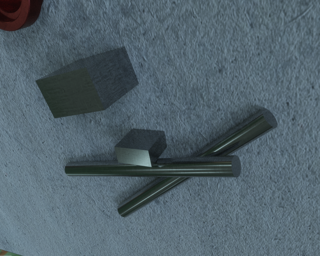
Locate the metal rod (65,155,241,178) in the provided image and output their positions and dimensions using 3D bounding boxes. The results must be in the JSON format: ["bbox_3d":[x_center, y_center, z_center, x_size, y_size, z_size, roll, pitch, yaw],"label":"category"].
[{"bbox_3d":[-0.033,0.057,0.437,0.300,0.025,0.025,-7,116,37],"label":"metal rod"}]

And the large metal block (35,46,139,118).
[{"bbox_3d":[-0.086,-0.056,0.380,0.080,0.080,0.050,-6,115,31],"label":"large metal block"}]

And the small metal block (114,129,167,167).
[{"bbox_3d":[-0.025,0.025,0.418,0.050,0.050,0.025,4,120,26],"label":"small metal block"}]

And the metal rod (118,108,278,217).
[{"bbox_3d":[0.029,0.064,0.429,0.025,0.025,0.299,46,129,-5],"label":"metal rod"}]

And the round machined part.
[{"bbox_3d":[-0.185,-0.174,0.383,0.098,0.042,0.097,13,124,20],"label":"round machined part"}]
